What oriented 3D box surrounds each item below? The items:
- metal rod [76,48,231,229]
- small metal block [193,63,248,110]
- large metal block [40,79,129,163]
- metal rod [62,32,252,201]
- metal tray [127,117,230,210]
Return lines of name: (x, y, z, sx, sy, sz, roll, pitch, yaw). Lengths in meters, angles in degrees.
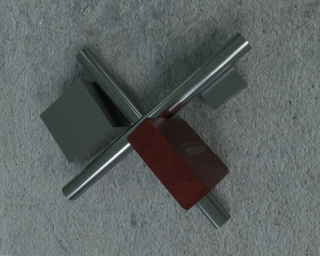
metal rod: (-0.016, 0.005, 0.415, 0.025, 0.025, 0.300, -44, 77, 14)
small metal block: (0.073, -0.057, 0.384, 0.050, 0.025, 0.050, -37, 79, 16)
large metal block: (-0.104, -0.009, 0.431, 0.080, 0.050, 0.080, -38, 78, 15)
metal rod: (-0.014, -0.005, 0.387, 0.299, 0.025, 0.025, -41, 78, 15)
metal tray: (0.027, 0.032, 0.343, 0.030, 0.130, 0.090, -44, 76, 15)
